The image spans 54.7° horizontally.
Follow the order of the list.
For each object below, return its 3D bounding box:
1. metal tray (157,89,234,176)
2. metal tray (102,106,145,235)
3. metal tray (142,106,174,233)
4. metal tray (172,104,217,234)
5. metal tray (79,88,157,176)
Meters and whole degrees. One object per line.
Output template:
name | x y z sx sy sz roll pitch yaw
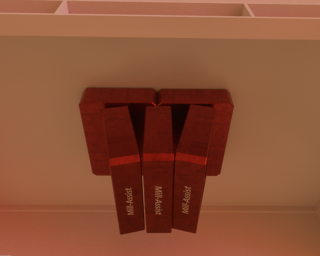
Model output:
metal tray | 0.041 0.010 0.413 0.091 0.030 0.129 0 130 -1
metal tray | -0.042 0.051 0.364 0.030 0.090 0.129 -8 131 -10
metal tray | -0.002 0.050 0.366 0.030 0.090 0.129 0 128 0
metal tray | 0.039 0.049 0.364 0.030 0.090 0.129 9 131 11
metal tray | -0.050 0.010 0.410 0.091 0.030 0.129 0 130 -1
